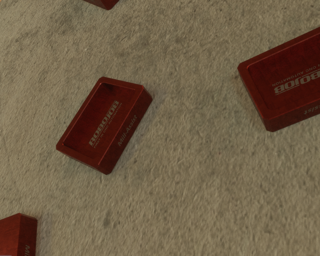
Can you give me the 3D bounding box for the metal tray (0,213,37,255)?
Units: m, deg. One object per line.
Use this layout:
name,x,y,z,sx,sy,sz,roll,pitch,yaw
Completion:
metal tray,-0.205,0.185,0.393,0.090,0.030,0.130,-22,54,14

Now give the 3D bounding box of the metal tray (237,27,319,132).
metal tray,0.166,-0.061,0.350,0.130,0.030,0.090,-24,53,13

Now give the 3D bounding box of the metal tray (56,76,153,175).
metal tray,-0.080,-0.008,0.445,0.090,0.030,0.130,17,70,34

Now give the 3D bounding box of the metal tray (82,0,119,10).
metal tray,-0.119,-0.301,0.645,0.130,0.030,0.090,35,81,38
